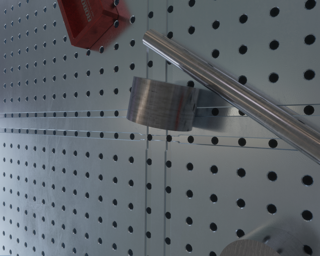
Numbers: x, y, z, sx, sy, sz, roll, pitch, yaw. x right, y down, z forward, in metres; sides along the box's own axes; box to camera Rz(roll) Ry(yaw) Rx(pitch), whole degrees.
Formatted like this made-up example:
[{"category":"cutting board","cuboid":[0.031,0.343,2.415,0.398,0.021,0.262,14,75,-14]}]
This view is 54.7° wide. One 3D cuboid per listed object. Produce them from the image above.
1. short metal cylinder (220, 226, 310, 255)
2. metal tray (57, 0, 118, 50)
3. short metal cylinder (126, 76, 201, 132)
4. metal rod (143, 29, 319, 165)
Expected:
[{"category":"short metal cylinder","cuboid":[0.104,0.144,0.307,0.080,0.050,0.080,0,90,40]},{"category":"metal tray","cuboid":[-0.125,-0.208,0.509,0.090,0.030,0.130,-33,70,35]},{"category":"short metal cylinder","cuboid":[0.004,-0.030,0.370,0.080,0.081,0.050,18,102,38]},{"category":"metal rod","cuboid":[0.082,-0.038,0.341,0.300,0.025,0.025,41,115,32]}]
